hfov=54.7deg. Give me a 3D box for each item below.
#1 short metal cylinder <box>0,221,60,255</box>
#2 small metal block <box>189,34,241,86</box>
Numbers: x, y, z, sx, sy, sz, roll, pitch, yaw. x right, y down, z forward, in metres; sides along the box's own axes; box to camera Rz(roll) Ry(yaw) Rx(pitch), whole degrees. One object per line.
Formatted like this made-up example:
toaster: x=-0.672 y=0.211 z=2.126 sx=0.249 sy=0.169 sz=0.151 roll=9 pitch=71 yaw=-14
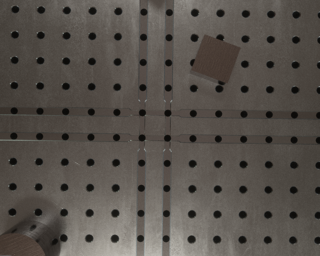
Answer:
short metal cylinder: x=-0.177 y=0.167 z=0.399 sx=0.081 sy=0.050 sz=0.079 roll=0 pitch=90 yaw=-1
small metal block: x=0.073 y=-0.090 z=0.414 sx=0.050 sy=0.025 sz=0.050 roll=20 pitch=90 yaw=-1
